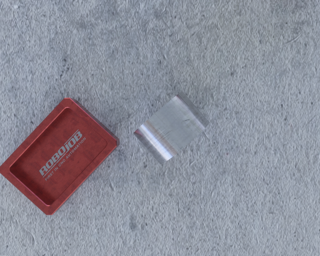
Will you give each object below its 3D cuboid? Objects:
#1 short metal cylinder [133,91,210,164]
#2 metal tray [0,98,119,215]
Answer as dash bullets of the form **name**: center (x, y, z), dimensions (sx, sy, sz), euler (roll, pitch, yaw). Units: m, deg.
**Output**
- **short metal cylinder**: center (0.014, 0.000, 0.383), dimensions (0.080, 0.080, 0.050), euler (-41, 90, 0)
- **metal tray**: center (-0.129, 0.036, 0.406), dimensions (0.090, 0.030, 0.130), euler (43, 90, 0)
